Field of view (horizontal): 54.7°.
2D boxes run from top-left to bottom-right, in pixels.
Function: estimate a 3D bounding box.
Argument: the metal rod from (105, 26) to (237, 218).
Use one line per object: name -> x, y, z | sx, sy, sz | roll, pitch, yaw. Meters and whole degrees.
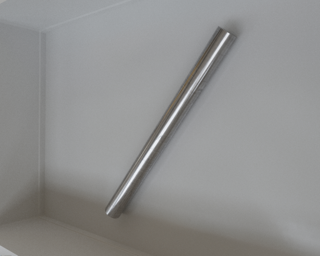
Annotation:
metal rod -> 0.002, 0.009, 0.402 | 0.025, 0.025, 0.298 | 46, 117, 30
